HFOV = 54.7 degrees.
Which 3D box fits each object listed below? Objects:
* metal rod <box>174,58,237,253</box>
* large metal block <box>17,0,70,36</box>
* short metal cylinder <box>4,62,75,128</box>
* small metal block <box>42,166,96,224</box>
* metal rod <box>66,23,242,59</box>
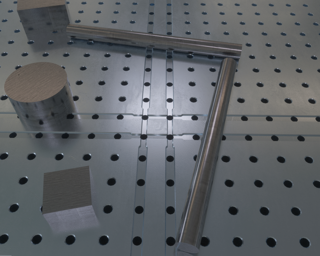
[{"bbox_3d":[0.068,0.009,0.400,0.025,0.025,0.300,13,51,10],"label":"metal rod"},{"bbox_3d":[-0.214,-0.221,0.575,0.081,0.050,0.080,-12,51,-10],"label":"large metal block"},{"bbox_3d":[-0.164,-0.046,0.429,0.081,0.050,0.080,0,50,0],"label":"short metal cylinder"},{"bbox_3d":[-0.101,0.074,0.345,0.050,0.025,0.050,-9,51,-8],"label":"small metal block"},{"bbox_3d":[-0.014,-0.150,0.533,0.302,0.025,0.025,9,51,7],"label":"metal rod"}]
